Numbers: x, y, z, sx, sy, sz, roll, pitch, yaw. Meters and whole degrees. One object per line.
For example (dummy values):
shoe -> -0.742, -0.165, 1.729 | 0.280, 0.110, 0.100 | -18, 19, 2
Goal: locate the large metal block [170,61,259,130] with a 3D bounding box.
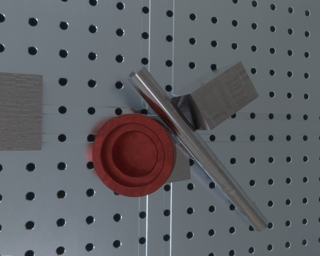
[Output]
large metal block -> 0.065, -0.040, 0.407 | 0.080, 0.080, 0.050 | -34, 101, -17

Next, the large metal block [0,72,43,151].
large metal block -> -0.171, -0.017, 0.336 | 0.081, 0.050, 0.079 | 1, 90, -20

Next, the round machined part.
round machined part -> -0.028, 0.031, 0.378 | 0.098, 0.042, 0.097 | 1, 93, 11

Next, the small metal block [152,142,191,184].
small metal block -> 0.011, 0.046, 0.417 | 0.050, 0.025, 0.050 | -6, 92, -20

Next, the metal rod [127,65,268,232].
metal rod -> 0.062, 0.041, 0.413 | 0.025, 0.025, 0.300 | -46, 113, -14
